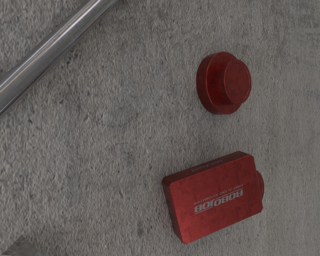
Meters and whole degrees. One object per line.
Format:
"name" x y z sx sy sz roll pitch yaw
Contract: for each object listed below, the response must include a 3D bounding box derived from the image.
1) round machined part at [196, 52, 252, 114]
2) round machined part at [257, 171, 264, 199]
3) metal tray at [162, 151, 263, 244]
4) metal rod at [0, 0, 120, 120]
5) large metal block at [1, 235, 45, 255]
"round machined part" 0.105 -0.070 0.481 0.099 0.042 0.097 0 90 -40
"round machined part" 0.133 0.099 0.505 0.099 0.042 0.097 0 90 -40
"metal tray" 0.076 0.094 0.435 0.131 0.030 0.089 -17 102 -17
"metal rod" -0.076 -0.128 0.340 0.025 0.025 0.301 50 61 -29
"large metal block" -0.126 0.162 0.284 0.080 0.050 0.080 -46 118 -30
